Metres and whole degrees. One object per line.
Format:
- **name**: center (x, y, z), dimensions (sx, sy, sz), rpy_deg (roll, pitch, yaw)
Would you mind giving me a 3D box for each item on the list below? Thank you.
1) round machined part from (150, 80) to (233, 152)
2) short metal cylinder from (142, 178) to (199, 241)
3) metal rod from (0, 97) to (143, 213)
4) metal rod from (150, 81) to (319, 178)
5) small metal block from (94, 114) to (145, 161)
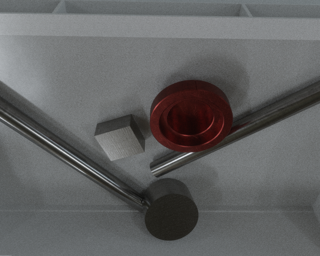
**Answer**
- **round machined part**: center (0.037, -0.018, 0.383), dimensions (0.099, 0.042, 0.097), rpy_deg (-1, 130, 0)
- **short metal cylinder**: center (0.014, 0.126, 0.481), dimensions (0.081, 0.050, 0.079), rpy_deg (-2, 107, -8)
- **metal rod**: center (-0.122, 0.045, 0.445), dimensions (0.025, 0.025, 0.300), rpy_deg (-33, 123, 24)
- **metal rod**: center (0.116, -0.003, 0.408), dimensions (0.300, 0.025, 0.025), rpy_deg (-28, 125, 21)
- **small metal block**: center (-0.053, 0.014, 0.420), dimensions (0.050, 0.025, 0.050), rpy_deg (-16, 129, 12)
